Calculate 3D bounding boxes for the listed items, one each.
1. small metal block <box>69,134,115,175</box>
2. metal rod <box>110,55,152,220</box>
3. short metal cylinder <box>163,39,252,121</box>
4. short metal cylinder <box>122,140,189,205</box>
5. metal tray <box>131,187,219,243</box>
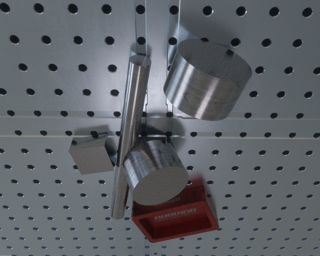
[{"bbox_3d":[-0.095,0.038,0.443,0.050,0.025,0.050,-8,130,7],"label":"small metal block"},{"bbox_3d":[-0.048,0.036,0.441,0.025,0.025,0.298,7,130,-7],"label":"metal rod"},{"bbox_3d":[0.049,-0.053,0.331,0.081,0.080,0.050,13,129,-11],"label":"short metal cylinder"},{"bbox_3d":[-0.007,0.063,0.432,0.081,0.050,0.079,-15,136,-15],"label":"short metal cylinder"},{"bbox_3d":[0.027,0.154,0.539,0.130,0.030,0.090,-17,129,13],"label":"metal tray"}]
